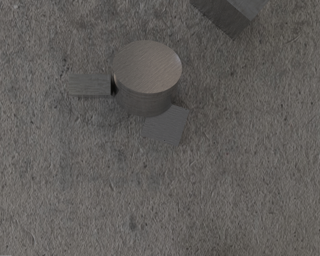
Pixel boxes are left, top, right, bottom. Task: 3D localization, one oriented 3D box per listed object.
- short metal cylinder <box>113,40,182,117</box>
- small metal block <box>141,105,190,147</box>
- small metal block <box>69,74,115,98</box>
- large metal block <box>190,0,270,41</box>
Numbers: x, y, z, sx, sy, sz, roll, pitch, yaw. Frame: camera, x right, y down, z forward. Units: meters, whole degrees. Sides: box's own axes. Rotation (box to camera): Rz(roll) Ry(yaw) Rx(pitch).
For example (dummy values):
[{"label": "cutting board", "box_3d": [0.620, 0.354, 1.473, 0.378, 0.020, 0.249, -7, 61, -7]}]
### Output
[{"label": "short metal cylinder", "box_3d": [-0.017, -0.061, 0.381, 0.081, 0.050, 0.080, 3, 60, -5]}, {"label": "small metal block", "box_3d": [0.007, -0.007, 0.410, 0.050, 0.025, 0.050, 17, 90, 0]}, {"label": "small metal block", "box_3d": [-0.084, -0.053, 0.397, 0.050, 0.050, 0.025, 0, 90, 0]}, {"label": "large metal block", "box_3d": [0.087, -0.164, 0.383, 0.080, 0.080, 0.050, 41, 90, 0]}]
